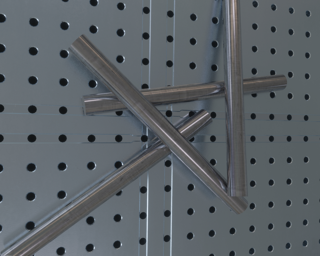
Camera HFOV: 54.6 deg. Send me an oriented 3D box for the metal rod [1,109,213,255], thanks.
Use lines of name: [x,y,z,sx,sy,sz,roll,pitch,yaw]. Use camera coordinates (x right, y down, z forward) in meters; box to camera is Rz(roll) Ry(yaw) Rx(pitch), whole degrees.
metal rod: [-0.053,0.066,0.392,0.301,0.025,0.025,-35,102,-17]

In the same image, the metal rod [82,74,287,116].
metal rod: [0.048,-0.049,0.429,0.302,0.025,0.025,-9,93,-20]

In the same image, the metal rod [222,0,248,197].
metal rod: [0.100,-0.060,0.421,0.025,0.025,0.299,5,78,-20]

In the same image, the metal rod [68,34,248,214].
metal rod: [0.008,0.006,0.387,0.300,0.025,0.025,45,76,-15]
